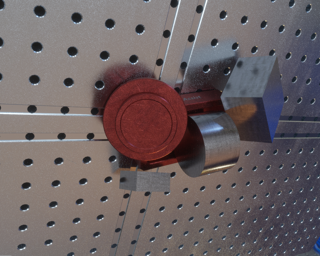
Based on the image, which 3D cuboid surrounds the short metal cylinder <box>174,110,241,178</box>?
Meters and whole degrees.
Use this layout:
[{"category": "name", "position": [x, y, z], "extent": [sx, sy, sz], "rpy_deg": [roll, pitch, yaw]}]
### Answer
[{"category": "short metal cylinder", "position": [0.057, 0.019, 0.398], "extent": [0.050, 0.080, 0.079], "rpy_deg": [-9, 123, -25]}]

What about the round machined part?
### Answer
[{"category": "round machined part", "position": [-0.016, -0.008, 0.357], "extent": [0.099, 0.042, 0.097], "rpy_deg": [-1, 103, -5]}]

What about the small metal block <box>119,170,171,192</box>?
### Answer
[{"category": "small metal block", "position": [-0.021, 0.072, 0.421], "extent": [0.050, 0.050, 0.025], "rpy_deg": [8, 80, -31]}]

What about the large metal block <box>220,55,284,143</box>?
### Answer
[{"category": "large metal block", "position": [0.126, -0.038, 0.410], "extent": [0.080, 0.050, 0.080], "rpy_deg": [-60, 139, -33]}]

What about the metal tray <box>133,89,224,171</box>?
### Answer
[{"category": "metal tray", "position": [0.030, 0.001, 0.422], "extent": [0.131, 0.030, 0.089], "rpy_deg": [-11, 123, -23]}]
